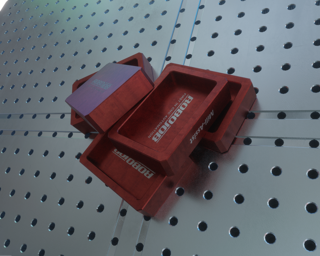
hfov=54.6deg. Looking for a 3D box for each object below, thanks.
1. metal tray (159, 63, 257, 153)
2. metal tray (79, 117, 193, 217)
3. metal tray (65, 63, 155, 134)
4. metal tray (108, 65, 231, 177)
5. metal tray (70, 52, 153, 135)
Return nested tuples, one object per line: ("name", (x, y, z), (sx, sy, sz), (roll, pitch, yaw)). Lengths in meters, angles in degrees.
("metal tray", (0.044, -0.031, 0.401), (0.130, 0.030, 0.090), (21, 72, 36))
("metal tray", (-0.034, 0.040, 0.399), (0.130, 0.030, 0.090), (30, 78, 37))
("metal tray", (-0.073, -0.047, 0.421), (0.090, 0.030, 0.130), (-43, 28, -11))
("metal tray", (0.013, -0.015, 0.368), (0.090, 0.030, 0.130), (22, 62, 36))
("metal tray", (-0.074, -0.053, 0.477), (0.130, 0.030, 0.090), (-20, 54, 16))
